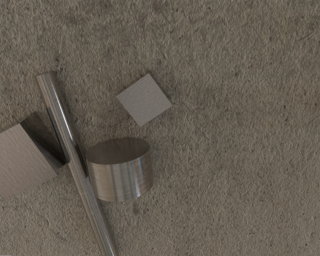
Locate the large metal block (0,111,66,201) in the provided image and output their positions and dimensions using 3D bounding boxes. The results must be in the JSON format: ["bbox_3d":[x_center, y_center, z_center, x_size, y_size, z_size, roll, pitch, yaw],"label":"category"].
[{"bbox_3d":[-0.183,0.036,0.408,0.080,0.050,0.080,-26,108,9],"label":"large metal block"}]

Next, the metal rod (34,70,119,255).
[{"bbox_3d":[-0.109,0.068,0.433,0.025,0.025,0.298,-13,110,4],"label":"metal rod"}]

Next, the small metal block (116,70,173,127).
[{"bbox_3d":[-0.019,-0.038,0.396,0.050,0.025,0.050,-34,107,11],"label":"small metal block"}]

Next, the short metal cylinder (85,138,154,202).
[{"bbox_3d":[-0.050,0.051,0.399,0.080,0.080,0.050,-6,110,2],"label":"short metal cylinder"}]
